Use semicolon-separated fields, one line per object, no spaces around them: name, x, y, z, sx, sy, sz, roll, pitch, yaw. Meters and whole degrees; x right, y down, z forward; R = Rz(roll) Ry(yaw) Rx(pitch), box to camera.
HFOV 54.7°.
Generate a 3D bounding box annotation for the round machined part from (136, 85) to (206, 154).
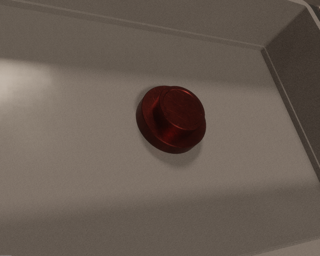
round machined part;0.021;-0.018;0.419;0.099;0.042;0.098;14;56;-21
